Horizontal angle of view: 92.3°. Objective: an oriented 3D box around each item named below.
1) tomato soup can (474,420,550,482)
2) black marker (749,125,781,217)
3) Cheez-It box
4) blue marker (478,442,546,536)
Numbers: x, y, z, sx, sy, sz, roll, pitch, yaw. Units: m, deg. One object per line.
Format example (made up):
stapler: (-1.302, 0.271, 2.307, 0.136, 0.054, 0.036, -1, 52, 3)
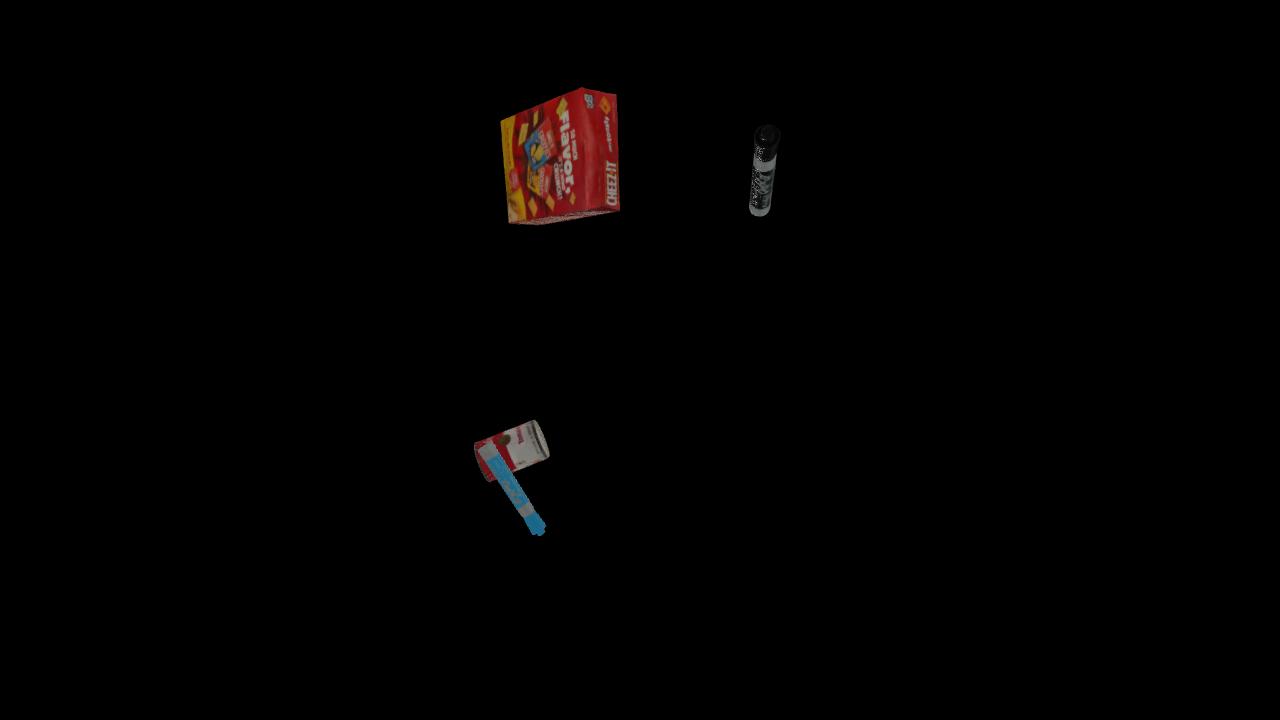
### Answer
tomato soup can: (-0.201, 0.143, 0.973, 0.101, 0.068, 0.068, -21, 2, -4)
black marker: (0.098, -0.148, 0.489, 0.020, 0.020, 0.121, 0, -11, 8)
Cheez-It box: (-0.124, -0.298, 0.932, 0.071, 0.166, 0.223, -9, 10, -40)
blue marker: (-0.142, 0.147, 0.693, 0.020, 0.121, 0.020, -30, 8, 5)
